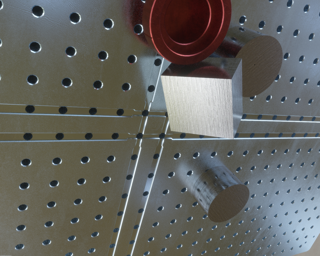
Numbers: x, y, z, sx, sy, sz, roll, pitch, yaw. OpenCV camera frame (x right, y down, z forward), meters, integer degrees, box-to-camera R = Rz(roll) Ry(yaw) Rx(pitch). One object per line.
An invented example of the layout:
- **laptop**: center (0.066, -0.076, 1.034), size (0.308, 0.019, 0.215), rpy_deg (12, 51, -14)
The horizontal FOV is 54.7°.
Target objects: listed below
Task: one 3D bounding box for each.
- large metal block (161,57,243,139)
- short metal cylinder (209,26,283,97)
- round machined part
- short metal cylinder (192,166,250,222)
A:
- **large metal block**: center (0.054, -0.038, 0.375), size (0.050, 0.080, 0.080), rpy_deg (-57, 145, -44)
- **short metal cylinder**: center (0.110, -0.087, 0.404), size (0.081, 0.050, 0.079), rpy_deg (-14, 124, -21)
- **round machined part**: center (0.026, -0.122, 0.340), size (0.099, 0.042, 0.097), rpy_deg (-14, 125, -21)
- **short metal cylinder**: center (0.102, 0.111, 0.522), size (0.081, 0.050, 0.079), rpy_deg (-14, 125, -21)
